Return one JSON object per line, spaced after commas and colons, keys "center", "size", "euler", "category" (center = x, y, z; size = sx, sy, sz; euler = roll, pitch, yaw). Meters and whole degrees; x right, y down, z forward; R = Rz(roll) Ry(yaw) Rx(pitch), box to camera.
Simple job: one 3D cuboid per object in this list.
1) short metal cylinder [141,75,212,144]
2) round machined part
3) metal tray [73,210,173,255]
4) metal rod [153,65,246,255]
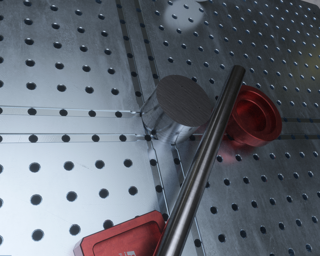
{"center": [0.022, -0.025, 0.418], "size": [0.081, 0.050, 0.080], "euler": [13, 56, -21], "category": "short metal cylinder"}
{"center": [0.135, -0.015, 0.479], "size": [0.099, 0.042, 0.098], "euler": [14, 56, -21], "category": "round machined part"}
{"center": [-0.018, 0.157, 0.299], "size": [0.091, 0.030, 0.130], "euler": [-12, 68, -33], "category": "metal tray"}
{"center": [0.060, 0.022, 0.380], "size": [0.025, 0.025, 0.301], "euler": [33, 54, -7], "category": "metal rod"}
